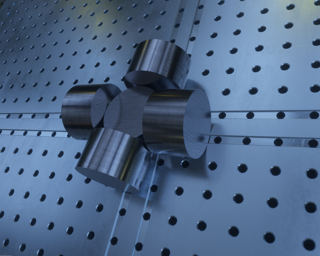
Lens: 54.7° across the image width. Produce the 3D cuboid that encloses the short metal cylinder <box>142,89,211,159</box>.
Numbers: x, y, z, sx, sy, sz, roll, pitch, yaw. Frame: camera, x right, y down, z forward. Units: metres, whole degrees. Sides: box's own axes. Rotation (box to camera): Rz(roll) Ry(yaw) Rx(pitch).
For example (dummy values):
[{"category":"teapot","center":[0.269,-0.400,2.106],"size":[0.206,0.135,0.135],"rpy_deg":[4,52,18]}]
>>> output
[{"category":"short metal cylinder","center":[0.022,-0.006,0.365],"size":[0.050,0.080,0.080],"rpy_deg":[4,64,30]}]

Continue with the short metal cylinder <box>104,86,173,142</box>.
[{"category":"short metal cylinder","center":[-0.027,-0.009,0.412],"size":[0.080,0.050,0.080],"rpy_deg":[-12,57,20]}]

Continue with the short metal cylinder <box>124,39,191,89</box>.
[{"category":"short metal cylinder","center":[-0.002,-0.073,0.419],"size":[0.080,0.080,0.050],"rpy_deg":[3,63,29]}]

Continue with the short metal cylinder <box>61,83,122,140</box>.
[{"category":"short metal cylinder","center":[-0.089,-0.021,0.433],"size":[0.050,0.080,0.080],"rpy_deg":[2,63,28]}]

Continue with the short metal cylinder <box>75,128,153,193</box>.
[{"category":"short metal cylinder","center":[-0.054,0.041,0.375],"size":[0.080,0.080,0.050],"rpy_deg":[6,65,31]}]
